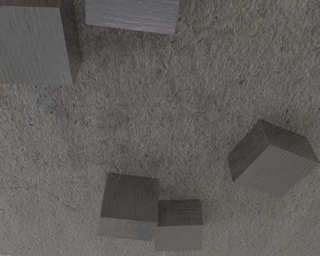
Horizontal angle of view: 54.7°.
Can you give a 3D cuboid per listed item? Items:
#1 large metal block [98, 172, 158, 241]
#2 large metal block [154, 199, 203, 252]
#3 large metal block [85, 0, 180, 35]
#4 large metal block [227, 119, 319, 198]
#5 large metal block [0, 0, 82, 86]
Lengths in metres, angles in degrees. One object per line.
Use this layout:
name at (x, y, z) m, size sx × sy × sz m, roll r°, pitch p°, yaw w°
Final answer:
large metal block at (-0.047, 0.119, 0.472) m, size 0.081 × 0.080 × 0.050 m, roll 8°, pitch 130°, yaw -7°
large metal block at (0.030, 0.169, 0.535) m, size 0.080 × 0.050 × 0.079 m, roll -2°, pitch 130°, yaw 1°
large metal block at (-0.022, -0.136, 0.275) m, size 0.081 × 0.050 × 0.079 m, roll 5°, pitch 130°, yaw -5°
large metal block at (0.153, 0.044, 0.430) m, size 0.080 × 0.050 × 0.079 m, roll 19°, pitch 128°, yaw -16°
large metal block at (-0.129, -0.091, 0.312) m, size 0.081 × 0.050 × 0.079 m, roll 1°, pitch 130°, yaw -1°
